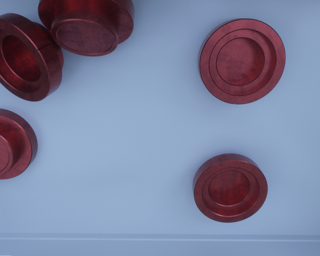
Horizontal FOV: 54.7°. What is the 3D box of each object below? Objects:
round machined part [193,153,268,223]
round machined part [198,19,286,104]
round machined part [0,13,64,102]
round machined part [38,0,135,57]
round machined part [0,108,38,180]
[{"bbox_3d":[0.094,0.079,0.432,0.099,0.042,0.097,0,110,0],"label":"round machined part"},{"bbox_3d":[0.094,-0.081,0.373,0.099,0.042,0.097,0,110,0],"label":"round machined part"},{"bbox_3d":[-0.151,-0.083,0.355,0.098,0.042,0.097,17,131,20],"label":"round machined part"},{"bbox_3d":[-0.077,-0.111,0.328,0.099,0.098,0.042,2,73,-1],"label":"round machined part"},{"bbox_3d":[-0.219,0.026,0.410,0.099,0.042,0.097,0,110,0],"label":"round machined part"}]
